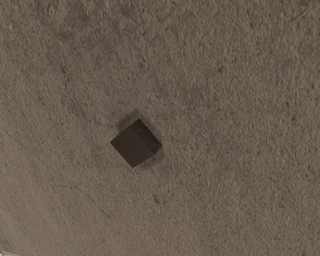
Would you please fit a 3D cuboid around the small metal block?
[{"bbox_3d":[-0.034,0.022,0.437,0.050,0.025,0.050,-34,100,38],"label":"small metal block"}]
